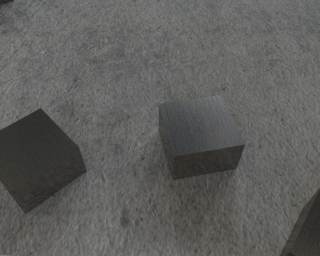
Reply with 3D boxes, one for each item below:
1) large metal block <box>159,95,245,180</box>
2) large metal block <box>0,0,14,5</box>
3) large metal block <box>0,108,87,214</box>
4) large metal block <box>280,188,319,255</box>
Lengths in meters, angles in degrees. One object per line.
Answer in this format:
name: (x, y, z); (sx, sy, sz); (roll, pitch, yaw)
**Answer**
large metal block: (0.046, 0.010, 0.379); (0.081, 0.050, 0.080); (-9, 51, -8)
large metal block: (-0.357, -0.281, 0.618); (0.080, 0.050, 0.080); (-35, 59, -26)
large metal block: (-0.145, 0.035, 0.356); (0.080, 0.050, 0.080); (-36, 59, -27)
large metal block: (0.168, 0.117, 0.291); (0.080, 0.050, 0.080); (30, 56, 22)
